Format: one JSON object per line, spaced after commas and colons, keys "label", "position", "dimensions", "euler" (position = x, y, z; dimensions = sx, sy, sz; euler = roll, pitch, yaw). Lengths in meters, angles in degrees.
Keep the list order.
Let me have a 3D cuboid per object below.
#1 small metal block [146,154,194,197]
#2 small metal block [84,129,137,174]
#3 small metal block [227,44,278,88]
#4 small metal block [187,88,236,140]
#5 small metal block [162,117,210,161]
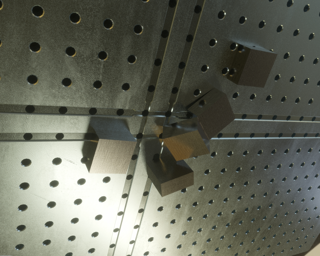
{"label": "small metal block", "position": [0.014, 0.066, 0.445], "dimensions": [0.050, 0.050, 0.025], "euler": [-17, 126, -19]}
{"label": "small metal block", "position": [-0.064, 0.031, 0.397], "dimensions": [0.050, 0.025, 0.050], "euler": [6, 115, -32]}
{"label": "small metal block", "position": [0.128, -0.086, 0.430], "dimensions": [0.050, 0.025, 0.050], "euler": [1, 118, -29]}
{"label": "small metal block", "position": [0.074, -0.020, 0.439], "dimensions": [0.050, 0.025, 0.050], "euler": [-39, 130, -8]}
{"label": "small metal block", "position": [0.037, 0.016, 0.429], "dimensions": [0.050, 0.025, 0.050], "euler": [-16, 132, 20]}
